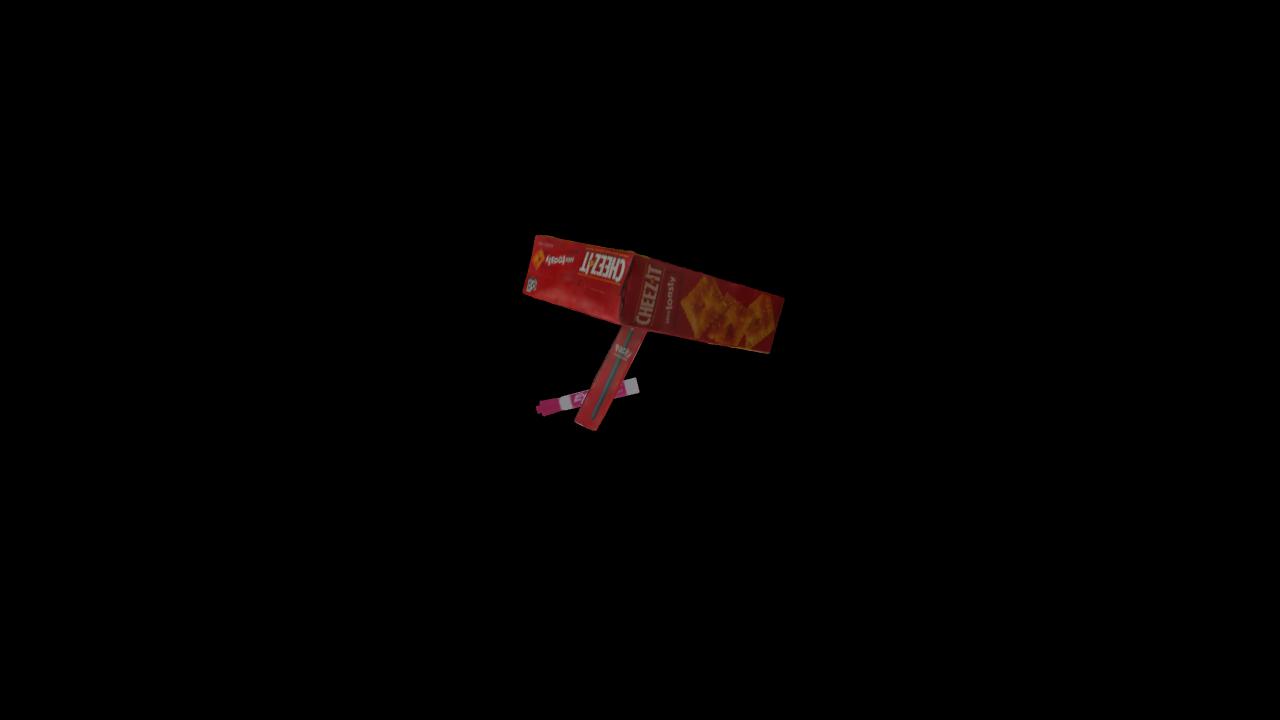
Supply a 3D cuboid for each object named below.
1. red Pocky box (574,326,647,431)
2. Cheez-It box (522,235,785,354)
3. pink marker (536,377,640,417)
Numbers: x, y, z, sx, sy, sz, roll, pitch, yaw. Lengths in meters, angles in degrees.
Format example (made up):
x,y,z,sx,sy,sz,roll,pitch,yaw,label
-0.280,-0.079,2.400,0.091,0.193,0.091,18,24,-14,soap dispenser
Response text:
x,y,z,sx,sy,sz,roll,pitch,yaw,label
-0.024,0.004,0.664,0.028,0.155,0.083,27,-7,0,red Pocky box
0.016,-0.066,0.640,0.223,0.071,0.166,9,7,-42,Cheez-It box
-0.061,0.043,0.713,0.121,0.020,0.020,-14,0,0,pink marker
